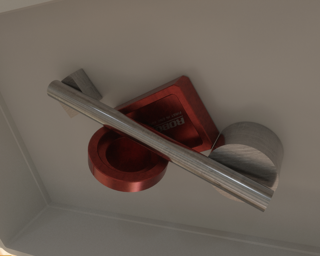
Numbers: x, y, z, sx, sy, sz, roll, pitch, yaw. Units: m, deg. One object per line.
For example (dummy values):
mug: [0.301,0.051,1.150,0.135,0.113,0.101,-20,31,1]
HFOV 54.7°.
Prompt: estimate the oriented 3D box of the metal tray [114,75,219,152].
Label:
metal tray: [-0.002,-0.002,0.401,0.130,0.030,0.090,-21,108,35]

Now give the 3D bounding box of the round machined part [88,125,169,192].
round machined part: [-0.040,0.039,0.386,0.098,0.098,0.042,25,135,12]

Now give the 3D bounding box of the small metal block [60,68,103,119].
small metal block: [-0.119,-0.048,0.437,0.050,0.025,0.050,-24,106,36]

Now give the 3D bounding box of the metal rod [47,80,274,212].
metal rod: [-0.015,0.011,0.367,0.301,0.025,0.025,27,128,19]

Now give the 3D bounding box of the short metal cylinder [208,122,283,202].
short metal cylinder: [0.099,0.040,0.362,0.080,0.050,0.079,13,124,20]
